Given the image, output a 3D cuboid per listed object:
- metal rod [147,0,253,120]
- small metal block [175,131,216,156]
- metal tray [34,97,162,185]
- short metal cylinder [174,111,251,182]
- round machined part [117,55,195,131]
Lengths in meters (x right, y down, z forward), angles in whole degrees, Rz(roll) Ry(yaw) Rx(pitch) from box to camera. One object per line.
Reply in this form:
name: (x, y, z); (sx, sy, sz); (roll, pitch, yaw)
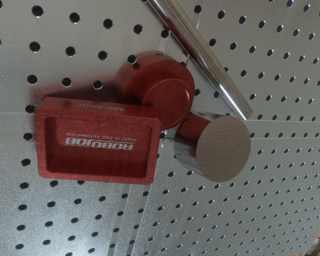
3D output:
metal rod: (0.043, -0.099, 0.374); (0.025, 0.025, 0.300); (-46, 130, 3)
small metal block: (0.055, 0.020, 0.436); (0.050, 0.050, 0.025); (-3, 100, -27)
metal tray: (-0.068, 0.017, 0.351); (0.131, 0.030, 0.089); (5, 119, -6)
short metal cylinder: (0.064, 0.021, 0.384); (0.081, 0.050, 0.079); (-5, 101, -27)
round machined part: (0.001, -0.036, 0.380); (0.099, 0.042, 0.097); (-14, 124, -21)
